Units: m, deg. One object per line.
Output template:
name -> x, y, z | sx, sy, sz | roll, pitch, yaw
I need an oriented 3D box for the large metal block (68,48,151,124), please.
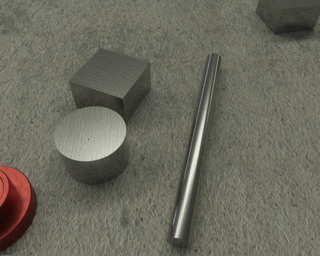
large metal block -> -0.067, -0.061, 0.437 | 0.080, 0.050, 0.080 | 19, 53, 15

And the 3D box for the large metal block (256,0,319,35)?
large metal block -> 0.239, -0.223, 0.578 | 0.081, 0.050, 0.080 | -10, 51, -9

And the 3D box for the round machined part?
round machined part -> -0.185, 0.079, 0.323 | 0.099, 0.042, 0.098 | 0, 50, 0

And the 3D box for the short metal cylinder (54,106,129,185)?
short metal cylinder -> -0.079, 0.020, 0.369 | 0.081, 0.050, 0.080 | 0, 50, 0

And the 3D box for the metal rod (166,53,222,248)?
metal rod -> 0.052, 0.002, 0.401 | 0.025, 0.025, 0.300 | 10, 51, 8
